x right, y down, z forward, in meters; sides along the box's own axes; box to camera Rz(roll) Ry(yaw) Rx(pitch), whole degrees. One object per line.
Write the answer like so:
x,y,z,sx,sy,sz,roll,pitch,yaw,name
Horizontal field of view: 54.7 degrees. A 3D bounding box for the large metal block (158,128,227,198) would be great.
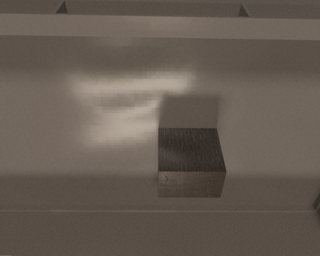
0.038,0.045,0.412,0.081,0.080,0.050,1,130,-1,large metal block
